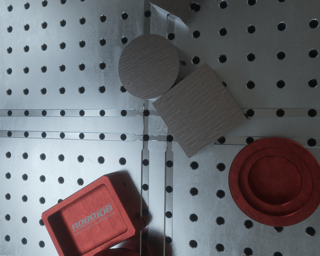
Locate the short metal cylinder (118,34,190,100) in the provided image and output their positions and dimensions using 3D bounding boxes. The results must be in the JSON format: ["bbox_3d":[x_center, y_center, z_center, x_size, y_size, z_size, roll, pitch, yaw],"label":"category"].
[{"bbox_3d":[-0.006,-0.075,0.401,0.080,0.050,0.080,0,90,20],"label":"short metal cylinder"}]

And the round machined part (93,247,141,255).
[{"bbox_3d":[-0.052,0.201,0.412,0.098,0.042,0.097,3,107,9],"label":"round machined part"}]

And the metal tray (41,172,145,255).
[{"bbox_3d":[-0.098,0.133,0.444,0.130,0.030,0.090,-32,80,17],"label":"metal tray"}]

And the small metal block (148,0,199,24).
[{"bbox_3d":[0.022,-0.173,0.405,0.050,0.025,0.050,34,101,16],"label":"small metal block"}]

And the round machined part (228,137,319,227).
[{"bbox_3d":[0.132,0.059,0.357,0.098,0.042,0.097,0,90,20],"label":"round machined part"}]

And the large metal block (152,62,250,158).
[{"bbox_3d":[0.051,-0.020,0.381,0.080,0.050,0.080,-36,79,16],"label":"large metal block"}]
